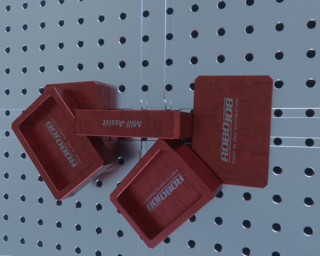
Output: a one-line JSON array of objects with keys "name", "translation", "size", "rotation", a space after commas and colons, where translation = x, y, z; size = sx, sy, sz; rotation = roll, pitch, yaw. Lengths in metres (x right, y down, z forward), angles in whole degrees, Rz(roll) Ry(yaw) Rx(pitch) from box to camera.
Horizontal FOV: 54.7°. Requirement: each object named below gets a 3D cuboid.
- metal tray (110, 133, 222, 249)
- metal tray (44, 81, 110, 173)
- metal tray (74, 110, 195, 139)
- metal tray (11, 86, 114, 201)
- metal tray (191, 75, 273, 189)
[{"name": "metal tray", "translation": [0.002, 0.081, 0.388], "size": [0.090, 0.030, 0.129], "rotation": [48, 121, 13]}, {"name": "metal tray", "translation": [-0.121, 0.000, 0.451], "size": [0.090, 0.030, 0.129], "rotation": [-1, 90, 20]}, {"name": "metal tray", "translation": [-0.027, -0.005, 0.386], "size": [0.130, 0.090, 0.030], "rotation": [2, 91, 19]}, {"name": "metal tray", "translation": [-0.134, 0.020, 0.422], "size": [0.090, 0.030, 0.130], "rotation": [-39, 78, 15]}, {"name": "metal tray", "translation": [0.087, 0.003, 0.378], "size": [0.090, 0.030, 0.129], "rotation": [3, 91, 19]}]
